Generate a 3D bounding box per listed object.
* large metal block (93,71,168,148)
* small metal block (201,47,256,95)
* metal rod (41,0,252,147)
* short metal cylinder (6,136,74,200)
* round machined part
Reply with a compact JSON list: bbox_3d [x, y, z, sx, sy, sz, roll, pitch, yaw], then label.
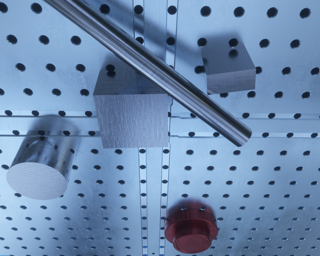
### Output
[{"bbox_3d":[-0.031,-0.022,0.376,0.081,0.050,0.079,-1,130,0],"label":"large metal block"},{"bbox_3d":[0.074,-0.064,0.342,0.050,0.050,0.025,-7,130,5],"label":"small metal block"},{"bbox_3d":[-0.025,-0.074,0.312,0.301,0.025,0.025,35,122,-14],"label":"metal rod"},{"bbox_3d":[-0.168,0.058,0.442,0.081,0.050,0.079,-1,130,0],"label":"short metal cylinder"},{"bbox_3d":[0.057,0.194,0.567,0.099,0.042,0.097,-1,130,0],"label":"round machined part"}]
